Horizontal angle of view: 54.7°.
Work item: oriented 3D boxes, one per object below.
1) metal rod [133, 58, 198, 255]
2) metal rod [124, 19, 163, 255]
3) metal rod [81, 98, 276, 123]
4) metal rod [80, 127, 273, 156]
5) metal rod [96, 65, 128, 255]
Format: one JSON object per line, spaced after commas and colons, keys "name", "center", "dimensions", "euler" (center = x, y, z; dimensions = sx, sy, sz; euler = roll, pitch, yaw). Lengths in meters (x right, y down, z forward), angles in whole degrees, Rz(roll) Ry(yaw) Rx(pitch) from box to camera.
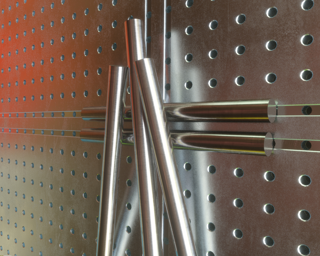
{"name": "metal rod", "center": [0.012, 0.065, 0.373], "dimensions": [0.025, 0.025, 0.298], "euler": [-14, 89, 39]}
{"name": "metal rod", "center": [-0.021, 0.011, 0.393], "dimensions": [0.025, 0.025, 0.298], "euler": [-8, 85, 39]}
{"name": "metal rod", "center": [-0.002, -0.020, 0.410], "dimensions": [0.300, 0.025, 0.025], "euler": [1, 91, 39]}
{"name": "metal rod", "center": [-0.005, 0.014, 0.412], "dimensions": [0.300, 0.025, 0.025], "euler": [1, 91, 39]}
{"name": "metal rod", "center": [-0.070, 0.062, 0.441], "dimensions": [0.025, 0.025, 0.298], "euler": [18, 108, 38]}
